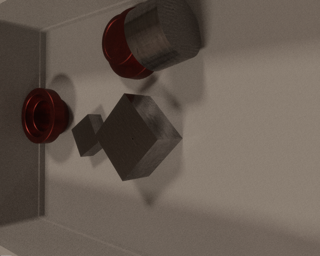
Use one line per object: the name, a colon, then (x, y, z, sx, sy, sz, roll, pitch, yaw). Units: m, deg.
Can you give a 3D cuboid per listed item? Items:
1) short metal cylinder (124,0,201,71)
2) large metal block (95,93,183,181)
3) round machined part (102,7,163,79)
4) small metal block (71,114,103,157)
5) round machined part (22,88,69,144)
short metal cylinder: (0.005, -0.113, 0.366, 0.050, 0.081, 0.080, -14, 81, 39)
large metal block: (-0.031, 0.012, 0.414, 0.080, 0.050, 0.080, -51, 61, 27)
round machined part: (-0.042, -0.118, 0.429, 0.098, 0.042, 0.097, 0, 90, 39)
small metal block: (-0.111, 0.012, 0.496, 0.050, 0.025, 0.050, -36, 68, 33)
round machined part: (-0.202, -0.021, 0.556, 0.098, 0.042, 0.097, -1, 88, 35)
